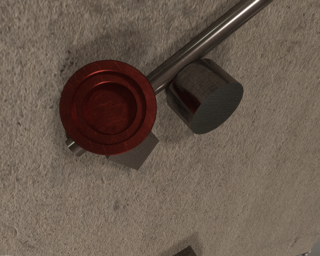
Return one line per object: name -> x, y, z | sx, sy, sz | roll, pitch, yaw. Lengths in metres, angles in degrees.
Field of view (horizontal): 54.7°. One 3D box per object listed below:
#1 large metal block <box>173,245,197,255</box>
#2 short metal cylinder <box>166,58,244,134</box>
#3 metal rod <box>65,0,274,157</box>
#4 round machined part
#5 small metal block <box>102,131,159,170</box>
large metal block -> 0.044, 0.286, 0.594 | 0.080, 0.050, 0.080 | -27, 128, -12
short metal cylinder -> 0.055, -0.038, 0.384 | 0.081, 0.050, 0.080 | -28, 147, -20
metal rod -> 0.013, -0.070, 0.372 | 0.301, 0.025, 0.025 | -39, 130, -2
round machined part -> -0.053, -0.021, 0.334 | 0.099, 0.042, 0.097 | 0, 89, -2
small metal block -> -0.038, 0.022, 0.401 | 0.050, 0.025, 0.050 | 27, 103, -38
